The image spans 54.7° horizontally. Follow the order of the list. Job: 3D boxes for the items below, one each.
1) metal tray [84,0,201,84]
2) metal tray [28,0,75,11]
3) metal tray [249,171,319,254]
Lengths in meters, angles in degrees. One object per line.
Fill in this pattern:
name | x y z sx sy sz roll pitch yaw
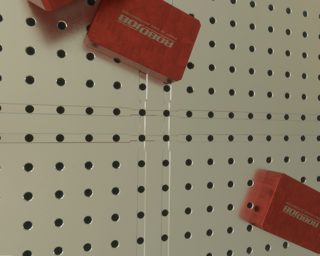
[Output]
metal tray | -0.020 -0.124 0.403 0.131 0.030 0.090 22 83 -19
metal tray | -0.085 -0.177 0.345 0.131 0.090 0.030 -32 132 -18
metal tray | 0.215 0.134 0.492 0.131 0.030 0.090 27 81 -19
